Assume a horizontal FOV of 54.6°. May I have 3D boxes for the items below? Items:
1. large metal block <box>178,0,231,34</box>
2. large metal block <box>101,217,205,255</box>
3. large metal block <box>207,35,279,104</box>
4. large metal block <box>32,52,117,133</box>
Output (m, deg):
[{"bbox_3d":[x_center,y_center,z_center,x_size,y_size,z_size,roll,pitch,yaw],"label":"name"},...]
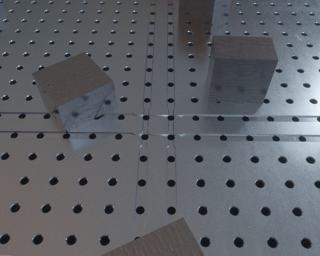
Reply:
[{"bbox_3d":[0.082,-0.233,0.569,0.050,0.080,0.080,-37,59,-27],"label":"large metal block"},{"bbox_3d":[0.003,0.140,0.274,0.081,0.050,0.080,-20,53,-16],"label":"large metal block"},{"bbox_3d":[0.112,-0.082,0.441,0.080,0.080,0.050,3,50,2],"label":"large metal block"},{"bbox_3d":[-0.118,-0.052,0.435,0.080,0.050,0.080,-30,56,-23],"label":"large metal block"}]
